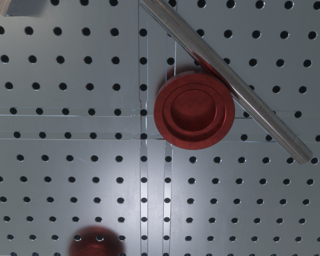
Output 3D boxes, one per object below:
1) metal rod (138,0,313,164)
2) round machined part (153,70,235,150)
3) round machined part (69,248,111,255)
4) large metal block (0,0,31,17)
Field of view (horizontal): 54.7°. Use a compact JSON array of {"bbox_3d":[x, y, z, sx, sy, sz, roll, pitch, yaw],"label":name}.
[{"bbox_3d":[0.092,-0.056,0.393,0.300,0.025,0.025,42,105,-14],"label":"metal rod"},{"bbox_3d":[0.042,-0.025,0.394,0.099,0.042,0.097,1,112,2],"label":"round machined part"},{"bbox_3d":[-0.108,0.231,0.488,0.099,0.042,0.097,0,110,0],"label":"round machined part"},{"bbox_3d":[-0.177,-0.178,0.333,0.080,0.050,0.080,31,107,-11],"label":"large metal block"}]
